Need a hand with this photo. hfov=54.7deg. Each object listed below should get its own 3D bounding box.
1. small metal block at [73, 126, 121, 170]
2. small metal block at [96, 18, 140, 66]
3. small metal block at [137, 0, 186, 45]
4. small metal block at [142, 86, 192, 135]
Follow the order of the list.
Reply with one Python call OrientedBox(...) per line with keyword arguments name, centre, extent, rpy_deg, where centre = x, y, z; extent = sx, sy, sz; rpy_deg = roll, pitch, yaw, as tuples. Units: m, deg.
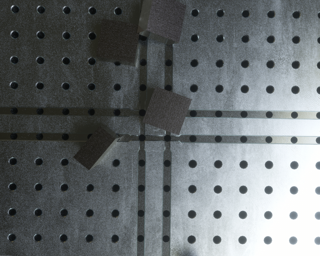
OrientedBox(name="small metal block", centre=(-0.080, 0.024, 0.400), extent=(0.025, 0.050, 0.050), rpy_deg=(40, 90, -1))
OrientedBox(name="small metal block", centre=(-0.054, -0.113, 0.413), extent=(0.050, 0.025, 0.050), rpy_deg=(10, 90, -1))
OrientedBox(name="small metal block", centre=(0.002, -0.141, 0.402), extent=(0.050, 0.025, 0.050), rpy_deg=(11, 90, -33))
OrientedBox(name="small metal block", centre=(0.009, -0.022, 0.414), extent=(0.050, 0.025, 0.050), rpy_deg=(20, 90, -1))
